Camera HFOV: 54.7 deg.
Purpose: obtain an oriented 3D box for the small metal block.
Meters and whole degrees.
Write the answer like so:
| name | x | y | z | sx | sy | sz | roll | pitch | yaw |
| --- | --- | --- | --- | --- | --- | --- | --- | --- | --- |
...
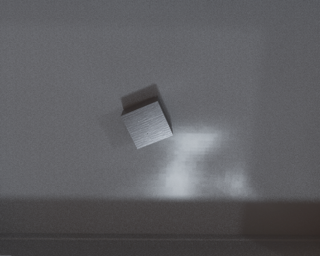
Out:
| name | x | y | z | sx | sy | sz | roll | pitch | yaw |
| --- | --- | --- | --- | --- | --- | --- | --- | --- | --- |
| small metal block | -0.016 | -0.007 | 0.405 | 0.050 | 0.025 | 0.050 | -22 | 109 | 7 |
